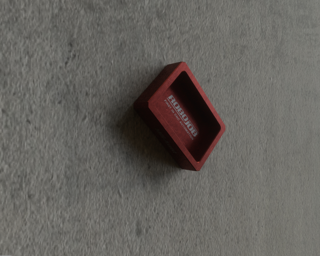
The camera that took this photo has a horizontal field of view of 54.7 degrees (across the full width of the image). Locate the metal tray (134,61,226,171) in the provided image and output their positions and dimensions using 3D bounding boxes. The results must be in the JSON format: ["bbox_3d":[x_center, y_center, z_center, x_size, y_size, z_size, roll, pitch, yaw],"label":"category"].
[{"bbox_3d":[0.033,-0.014,0.430,0.090,0.030,0.130,-53,121,-27],"label":"metal tray"}]
